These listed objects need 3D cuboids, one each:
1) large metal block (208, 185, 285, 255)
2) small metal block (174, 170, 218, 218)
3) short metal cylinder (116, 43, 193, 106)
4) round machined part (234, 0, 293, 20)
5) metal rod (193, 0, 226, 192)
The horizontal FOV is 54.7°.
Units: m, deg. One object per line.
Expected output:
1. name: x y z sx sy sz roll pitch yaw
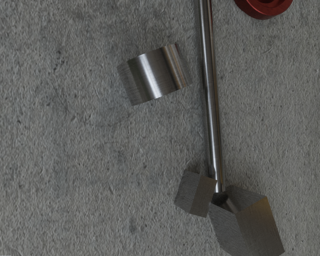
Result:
1. large metal block: 0.112 0.131 0.423 0.050 0.080 0.080 -22 98 -19
2. small metal block: 0.047 0.086 0.414 0.025 0.050 0.050 21 83 -19
3. short metal cylinder: -0.006 -0.064 0.378 0.081 0.080 0.050 -24 98 -19
4. round machined part: 0.145 -0.208 0.455 0.099 0.042 0.097 0 90 -21
5. metal rod: 0.069 -0.060 0.435 0.025 0.025 0.298 -5 92 -20
